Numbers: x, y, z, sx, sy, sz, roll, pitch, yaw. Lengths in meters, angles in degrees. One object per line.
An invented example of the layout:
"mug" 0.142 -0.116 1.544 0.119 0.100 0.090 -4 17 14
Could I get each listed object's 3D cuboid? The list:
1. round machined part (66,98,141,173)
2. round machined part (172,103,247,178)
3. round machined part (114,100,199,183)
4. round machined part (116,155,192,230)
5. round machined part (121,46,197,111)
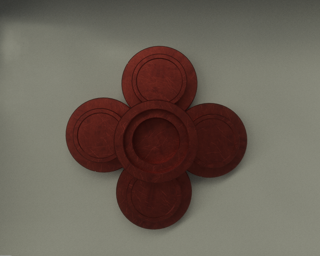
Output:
"round machined part" -0.073 0.009 0.400 0.099 0.042 0.097 0 90 0
"round machined part" 0.064 0.016 0.401 0.099 0.042 0.097 0 90 0
"round machined part" -0.004 0.015 0.380 0.099 0.042 0.097 0 90 0
"round machined part" -0.008 0.083 0.401 0.099 0.042 0.097 0 88 -1
"round machined part" -0.001 -0.058 0.400 0.099 0.042 0.097 0 90 0
